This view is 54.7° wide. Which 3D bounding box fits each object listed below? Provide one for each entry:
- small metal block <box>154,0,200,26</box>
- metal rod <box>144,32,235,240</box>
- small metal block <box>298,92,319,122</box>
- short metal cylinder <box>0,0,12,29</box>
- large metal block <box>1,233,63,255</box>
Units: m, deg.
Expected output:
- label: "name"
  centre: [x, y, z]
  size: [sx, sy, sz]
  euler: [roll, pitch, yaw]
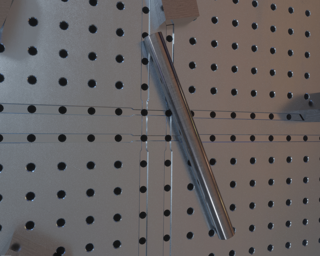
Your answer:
- label: "small metal block"
  centre: [0.021, -0.170, 0.420]
  size: [0.050, 0.025, 0.050]
  euler: [-14, 95, -20]
- label: "metal rod"
  centre: [0.043, 0.016, 0.428]
  size: [0.025, 0.025, 0.299]
  euler: [-23, 98, -18]
- label: "small metal block"
  centre: [0.262, -0.034, 0.496]
  size: [0.050, 0.050, 0.025]
  euler: [-39, 103, -16]
- label: "short metal cylinder"
  centre: [-0.186, -0.142, 0.315]
  size: [0.050, 0.080, 0.080]
  euler: [19, 84, -19]
- label: "large metal block"
  centre: [-0.152, 0.178, 0.344]
  size: [0.080, 0.050, 0.080]
  euler: [34, 79, -17]
